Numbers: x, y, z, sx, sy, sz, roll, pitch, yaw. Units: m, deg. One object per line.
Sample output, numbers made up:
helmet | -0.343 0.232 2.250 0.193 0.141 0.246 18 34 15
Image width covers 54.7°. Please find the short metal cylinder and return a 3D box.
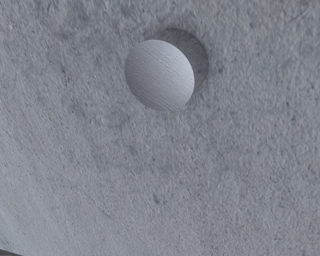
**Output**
short metal cylinder | 0.008 -0.065 0.345 0.080 0.050 0.079 13 124 20
